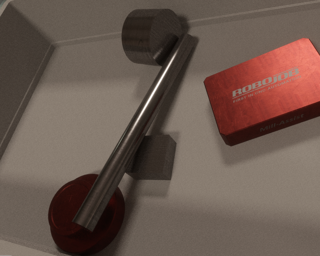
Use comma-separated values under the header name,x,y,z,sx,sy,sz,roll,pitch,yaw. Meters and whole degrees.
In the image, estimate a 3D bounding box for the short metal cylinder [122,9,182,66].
name,x,y,z,sx,sy,sz,roll,pitch,yaw
short metal cylinder,-0.010,-0.133,0.456,0.050,0.080,0.080,14,69,33

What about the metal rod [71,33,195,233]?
name,x,y,z,sx,sy,sz,roll,pitch,yaw
metal rod,-0.020,-0.014,0.395,0.025,0.025,0.300,9,57,32

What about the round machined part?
name,x,y,z,sx,sy,sz,roll,pitch,yaw
round machined part,-0.096,0.102,0.381,0.098,0.042,0.098,-13,56,20

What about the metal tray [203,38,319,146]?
name,x,y,z,sx,sy,sz,roll,pitch,yaw
metal tray,0.125,-0.042,0.362,0.130,0.030,0.090,-21,54,15

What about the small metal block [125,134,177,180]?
name,x,y,z,sx,sy,sz,roll,pitch,yaw
small metal block,-0.010,0.037,0.387,0.050,0.025,0.050,-4,60,26
